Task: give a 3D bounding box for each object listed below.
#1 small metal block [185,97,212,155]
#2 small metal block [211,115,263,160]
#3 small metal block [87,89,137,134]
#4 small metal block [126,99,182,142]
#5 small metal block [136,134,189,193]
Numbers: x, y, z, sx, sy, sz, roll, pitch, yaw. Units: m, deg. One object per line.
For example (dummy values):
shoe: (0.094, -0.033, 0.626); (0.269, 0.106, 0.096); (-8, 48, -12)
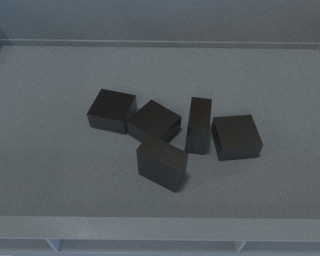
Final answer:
small metal block: (0.048, -0.003, 0.390); (0.025, 0.050, 0.050); (8, 51, 5)
small metal block: (0.096, 0.011, 0.394); (0.050, 0.025, 0.050); (-4, 50, -4)
small metal block: (-0.064, -0.023, 0.421); (0.050, 0.025, 0.050); (12, 51, 9)
small metal block: (-0.008, -0.004, 0.405); (0.050, 0.025, 0.050); (32, 56, 23)
small metal block: (0.002, 0.041, 0.352); (0.050, 0.050, 0.025); (25, 55, 18)
